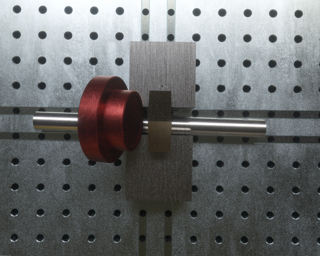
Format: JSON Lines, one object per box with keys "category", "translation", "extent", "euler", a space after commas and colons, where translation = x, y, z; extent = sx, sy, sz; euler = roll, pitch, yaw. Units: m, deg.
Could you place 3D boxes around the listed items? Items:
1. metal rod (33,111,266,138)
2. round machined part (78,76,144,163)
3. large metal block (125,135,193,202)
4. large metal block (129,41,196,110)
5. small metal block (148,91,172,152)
{"category": "metal rod", "translation": [-0.013, -0.004, 0.413], "extent": [0.302, 0.025, 0.025], "euler": [2, 90, 0]}
{"category": "round machined part", "translation": [-0.049, -0.009, 0.347], "extent": [0.042, 0.098, 0.097], "euler": [4, 90, 14]}
{"category": "large metal block", "translation": [-0.001, 0.049, 0.401], "extent": [0.081, 0.050, 0.079], "euler": [1, 90, 0]}
{"category": "large metal block", "translation": [0.003, -0.065, 0.401], "extent": [0.081, 0.050, 0.079], "euler": [1, 90, 0]}
{"category": "small metal block", "translation": [0.000, -0.008, 0.357], "extent": [0.025, 0.050, 0.050], "euler": [1, 46, 0]}
